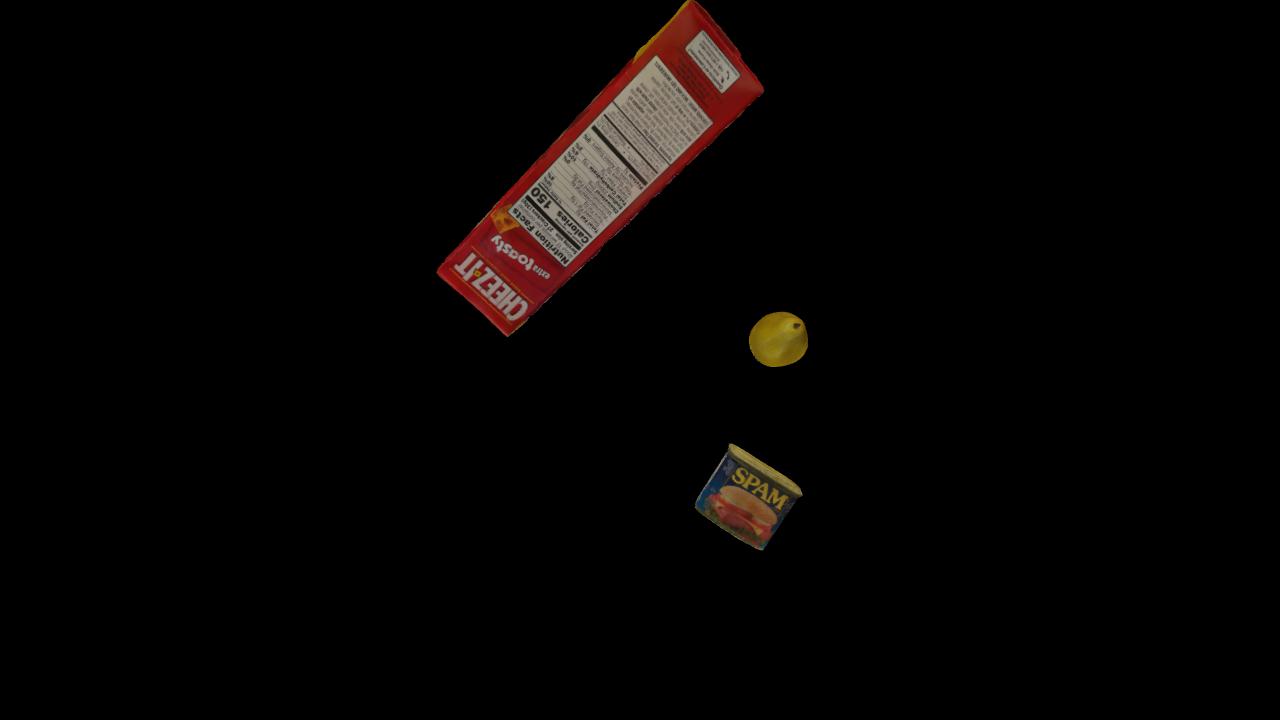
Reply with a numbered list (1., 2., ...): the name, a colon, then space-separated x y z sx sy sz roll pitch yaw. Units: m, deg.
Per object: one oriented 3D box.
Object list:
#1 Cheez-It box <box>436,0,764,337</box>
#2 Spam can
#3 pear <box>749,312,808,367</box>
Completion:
1. Cheez-It box: -0.029 -0.135 0.436 0.223 0.071 0.166 -40 18 16
2. Spam can: 0.128 0.165 0.741 0.101 0.085 0.058 32 8 6
3. pear: 0.194 -0.036 0.813 0.080 0.080 0.111 0 -20 -17
